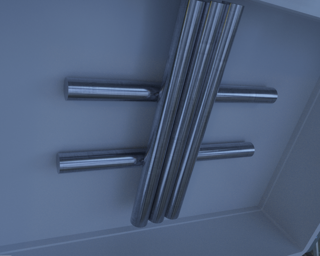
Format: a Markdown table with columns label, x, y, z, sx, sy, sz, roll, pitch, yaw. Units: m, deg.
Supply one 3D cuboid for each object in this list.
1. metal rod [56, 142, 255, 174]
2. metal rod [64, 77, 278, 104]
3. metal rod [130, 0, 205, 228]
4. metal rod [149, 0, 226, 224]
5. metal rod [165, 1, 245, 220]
| label | x | y | z | sx | sy | sz | roll | pitch | yaw |
| --- | --- | --- | --- | --- | --- | --- | --- | --- | --- |
| metal rod | 0.013 | 0.039 | 0.438 | 0.303 | 0.025 | 0.025 | -2 | 119 | -28 |
| metal rod | 0.034 | -0.045 | 0.398 | 0.303 | 0.025 | 0.025 | -2 | 119 | -28 |
| metal rod | 0.002 | 0.001 | 0.375 | 0.025 | 0.025 | 0.298 | -1 | 119 | -28 |
| metal rod | 0.025 | -0.001 | 0.386 | 0.025 | 0.025 | 0.298 | -1 | 119 | -28 |
| metal rod | 0.047 | -0.003 | 0.397 | 0.025 | 0.025 | 0.298 | -1 | 119 | -28 |
